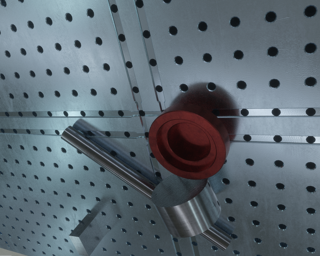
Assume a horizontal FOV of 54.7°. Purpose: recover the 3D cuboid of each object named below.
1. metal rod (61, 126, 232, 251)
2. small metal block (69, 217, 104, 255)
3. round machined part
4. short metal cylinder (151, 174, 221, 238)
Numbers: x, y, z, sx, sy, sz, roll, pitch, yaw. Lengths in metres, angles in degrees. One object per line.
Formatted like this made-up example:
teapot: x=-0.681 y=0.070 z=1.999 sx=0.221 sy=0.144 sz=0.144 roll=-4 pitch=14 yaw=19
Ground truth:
metal rod: x=-0.024 y=0.090 z=0.477 sx=0.301 sy=0.025 sz=0.025 roll=34 pitch=129 yaw=5
small metal block: x=-0.140 y=0.208 z=0.595 sx=0.025 sy=0.050 sz=0.050 roll=-4 pitch=117 yaw=30
round machined part: x=0.039 y=0.013 z=0.387 sx=0.098 sy=0.042 sz=0.097 roll=13 pitch=124 yaw=20
short metal cylinder: x=0.035 y=0.099 z=0.417 sx=0.080 sy=0.080 sz=0.050 roll=-12 pitch=112 yaw=33
